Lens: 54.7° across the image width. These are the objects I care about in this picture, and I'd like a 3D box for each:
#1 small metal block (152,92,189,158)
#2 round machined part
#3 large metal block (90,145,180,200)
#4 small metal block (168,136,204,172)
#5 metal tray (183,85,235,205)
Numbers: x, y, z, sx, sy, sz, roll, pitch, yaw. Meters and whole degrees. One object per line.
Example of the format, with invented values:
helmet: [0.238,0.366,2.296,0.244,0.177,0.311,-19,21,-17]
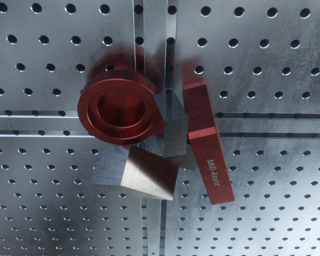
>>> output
small metal block: [0.010,-0.004,0.338,0.025,0.050,0.050,-9,130,-11]
round machined part: [-0.046,-0.029,0.375,0.099,0.042,0.097,-1,130,0]
large metal block: [-0.034,0.062,0.417,0.080,0.050,0.080,25,159,-33]
small metal block: [0.032,0.029,0.431,0.050,0.025,0.050,16,134,0]
metal tray: [0.062,0.023,0.389,0.030,0.090,0.129,-14,129,11]
